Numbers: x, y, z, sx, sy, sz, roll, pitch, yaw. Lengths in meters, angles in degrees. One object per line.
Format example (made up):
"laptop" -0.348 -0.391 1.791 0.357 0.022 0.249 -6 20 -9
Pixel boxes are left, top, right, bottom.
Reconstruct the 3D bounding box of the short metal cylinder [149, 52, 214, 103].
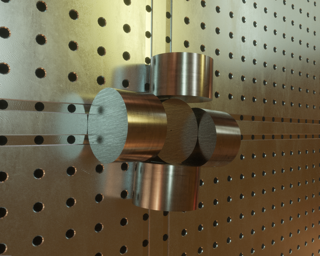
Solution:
"short metal cylinder" 0.027 -0.061 0.395 0.081 0.080 0.050 4 88 -40

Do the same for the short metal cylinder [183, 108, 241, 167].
"short metal cylinder" 0.063 0.014 0.426 0.050 0.080 0.080 5 87 -40

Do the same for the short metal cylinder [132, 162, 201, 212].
"short metal cylinder" 0.008 0.068 0.378 0.081 0.080 0.050 8 85 -40

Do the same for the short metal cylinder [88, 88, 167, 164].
"short metal cylinder" -0.038 -0.002 0.341 0.050 0.080 0.080 2 89 -41

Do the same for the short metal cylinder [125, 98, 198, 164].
"short metal cylinder" 0.002 0.004 0.395 0.081 0.050 0.080 0 90 -41
